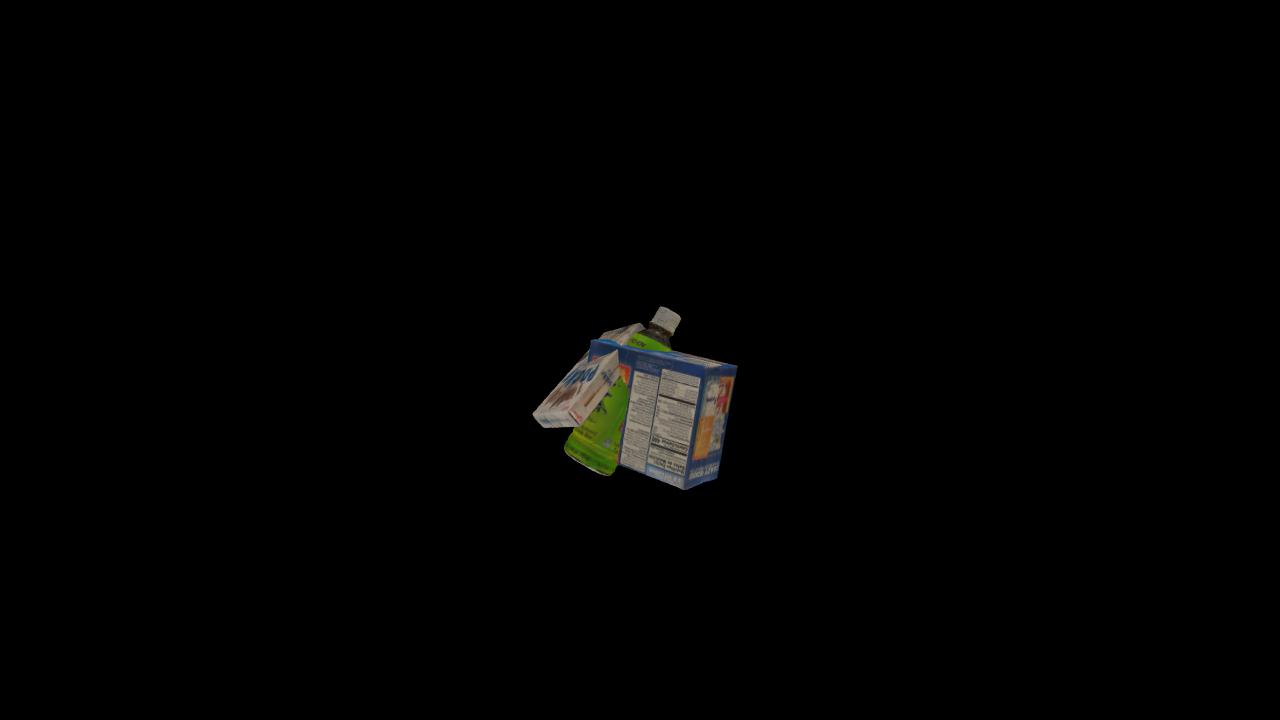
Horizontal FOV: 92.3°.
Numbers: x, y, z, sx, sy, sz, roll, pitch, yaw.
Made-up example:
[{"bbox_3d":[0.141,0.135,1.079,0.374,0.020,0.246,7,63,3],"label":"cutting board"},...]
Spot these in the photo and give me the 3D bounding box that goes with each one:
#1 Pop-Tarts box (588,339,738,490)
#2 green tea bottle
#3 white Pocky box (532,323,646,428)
[{"bbox_3d":[0.017,0.058,0.739,0.167,0.141,0.083,14,8,36],"label":"Pop-Tarts box"},{"bbox_3d":[-0.014,0.033,0.745,0.073,0.212,0.073,27,-5,3],"label":"green tea bottle"},{"bbox_3d":[-0.057,0.019,0.743,0.084,0.028,0.154,-10,35,51],"label":"white Pocky box"}]
